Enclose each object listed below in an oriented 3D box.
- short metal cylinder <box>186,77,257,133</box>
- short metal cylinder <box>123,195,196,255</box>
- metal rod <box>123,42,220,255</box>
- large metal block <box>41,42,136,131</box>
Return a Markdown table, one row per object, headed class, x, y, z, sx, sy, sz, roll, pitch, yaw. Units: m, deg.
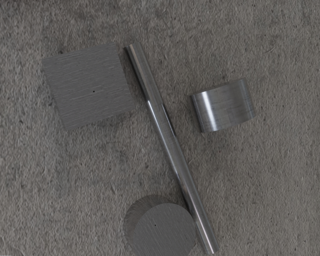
| class | x | y | z | sx | sy | sz | roll | pitch | yaw |
| --- | --- | --- | --- | --- | --- | --- | --- | --- | --- |
| short metal cylinder | 0.080 | -0.031 | 0.409 | 0.081 | 0.080 | 0.050 | -20 | 97 | -19 |
| short metal cylinder | -0.002 | 0.130 | 0.395 | 0.081 | 0.050 | 0.079 | 0 | 90 | -20 |
| metal rod | 0.018 | 0.032 | 0.415 | 0.025 | 0.025 | 0.299 | -24 | 98 | -18 |
| large metal block | -0.085 | -0.047 | 0.364 | 0.081 | 0.050 | 0.080 | -20 | 97 | -19 |
